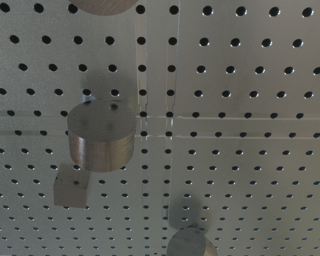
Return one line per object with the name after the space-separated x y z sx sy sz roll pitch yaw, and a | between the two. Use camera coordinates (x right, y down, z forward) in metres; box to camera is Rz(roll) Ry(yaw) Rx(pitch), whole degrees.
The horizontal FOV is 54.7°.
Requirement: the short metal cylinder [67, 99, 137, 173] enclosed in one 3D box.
-0.071 0.008 0.382 0.081 0.080 0.050 6 130 -5 | short metal cylinder

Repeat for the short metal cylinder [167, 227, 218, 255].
0.060 0.234 0.575 0.080 0.080 0.050 -24 126 19 | short metal cylinder

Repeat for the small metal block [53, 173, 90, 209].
-0.142 0.102 0.497 0.050 0.025 0.050 8 130 -7 | small metal block

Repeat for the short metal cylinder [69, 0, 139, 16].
-0.049 -0.146 0.270 0.081 0.050 0.079 0 130 0 | short metal cylinder
